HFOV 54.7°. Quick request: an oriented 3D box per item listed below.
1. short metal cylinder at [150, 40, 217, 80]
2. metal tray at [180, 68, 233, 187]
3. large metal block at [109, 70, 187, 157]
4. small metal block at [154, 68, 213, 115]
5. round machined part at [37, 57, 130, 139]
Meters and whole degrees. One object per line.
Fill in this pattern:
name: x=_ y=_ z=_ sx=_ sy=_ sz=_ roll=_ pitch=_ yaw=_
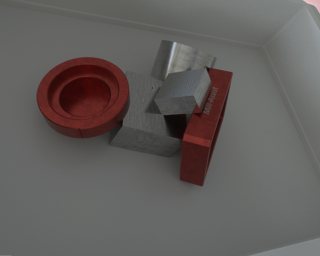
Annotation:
short metal cylinder: x=0.032 y=-0.085 z=0.431 sx=0.081 sy=0.080 sz=0.050 roll=15 pitch=100 yaw=-20
metal tray: x=0.060 y=-0.003 z=0.396 sx=0.030 sy=0.089 sz=0.130 roll=15 pitch=50 yaw=13
large metal block: x=-0.014 y=-0.016 z=0.391 sx=0.081 sy=0.050 sz=0.080 roll=14 pitch=56 yaw=-21
small metal block: x=0.028 y=-0.042 z=0.364 sx=0.025 sy=0.050 sz=0.050 roll=61 pitch=41 yaw=-36
round machined part: x=-0.083 y=-0.030 z=0.352 sx=0.099 sy=0.042 sz=0.098 roll=1 pitch=59 yaw=-2
